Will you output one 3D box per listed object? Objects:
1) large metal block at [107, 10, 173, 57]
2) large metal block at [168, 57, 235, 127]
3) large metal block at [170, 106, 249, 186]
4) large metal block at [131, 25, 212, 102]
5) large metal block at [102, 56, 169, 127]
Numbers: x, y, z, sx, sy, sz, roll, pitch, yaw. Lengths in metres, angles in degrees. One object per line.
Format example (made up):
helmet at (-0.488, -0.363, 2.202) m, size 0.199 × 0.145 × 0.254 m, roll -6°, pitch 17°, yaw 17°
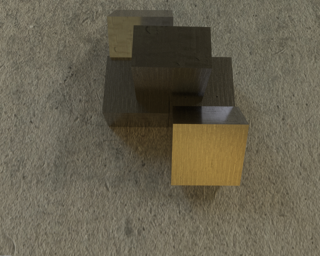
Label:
large metal block at (-0.024, -0.130, 0.421) m, size 0.081 × 0.050 × 0.080 m, roll 0°, pitch 26°, yaw 0°
large metal block at (0.052, -0.047, 0.412) m, size 0.081 × 0.050 × 0.080 m, roll 1°, pitch 70°, yaw 0°
large metal block at (0.054, 0.021, 0.367) m, size 0.081 × 0.079 × 0.050 m, roll 1°, pitch 26°, yaw -1°
large metal block at (0.012, -0.070, 0.353) m, size 0.081 × 0.080 × 0.050 m, roll 1°, pitch 70°, yaw 0°
large metal block at (-0.029, -0.047, 0.411) m, size 0.081 × 0.050 × 0.080 m, roll 1°, pitch 70°, yaw 0°
